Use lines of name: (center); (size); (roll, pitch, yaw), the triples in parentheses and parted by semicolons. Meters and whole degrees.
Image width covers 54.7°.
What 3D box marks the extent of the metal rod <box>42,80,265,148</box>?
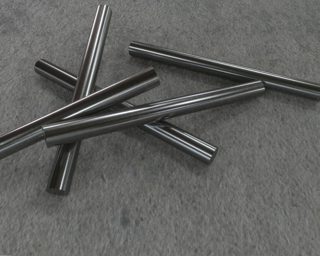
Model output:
metal rod: (0.011, -0.024, 0.393); (0.303, 0.025, 0.025); (-14, 51, -24)

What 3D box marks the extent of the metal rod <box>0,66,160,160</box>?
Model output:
metal rod: (-0.140, 0.002, 0.358); (0.301, 0.025, 0.025); (-26, 54, -6)

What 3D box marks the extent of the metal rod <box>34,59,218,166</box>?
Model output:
metal rod: (-0.060, -0.030, 0.427); (0.301, 0.025, 0.025); (28, 55, 21)

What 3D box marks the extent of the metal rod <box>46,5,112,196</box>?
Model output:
metal rod: (-0.101, -0.058, 0.418); (0.025, 0.025, 0.299); (4, 60, 3)

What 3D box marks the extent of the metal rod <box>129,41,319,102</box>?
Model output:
metal rod: (0.095, -0.091, 0.480); (0.301, 0.025, 0.025); (16, 52, 13)
